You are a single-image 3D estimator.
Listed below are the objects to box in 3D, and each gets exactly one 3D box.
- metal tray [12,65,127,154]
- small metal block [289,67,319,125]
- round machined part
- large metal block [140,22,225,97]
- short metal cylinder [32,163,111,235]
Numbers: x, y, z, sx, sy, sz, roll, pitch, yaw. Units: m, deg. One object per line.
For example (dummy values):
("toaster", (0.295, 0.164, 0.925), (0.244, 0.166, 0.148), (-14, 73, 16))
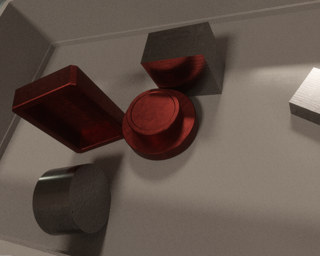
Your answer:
("metal tray", (-0.109, -0.017, 0.404), (0.090, 0.130, 0.030), (-20, 55, 17))
("small metal block", (0.177, -0.031, 0.332), (0.050, 0.025, 0.050), (31, 79, 37))
("round machined part", (-0.003, -0.011, 0.394), (0.098, 0.042, 0.098), (-8, 57, 14))
("large metal block", (0.033, -0.084, 0.403), (0.080, 0.080, 0.050), (-2, 61, 27))
("short metal cylinder", (-0.102, 0.085, 0.370), (0.050, 0.080, 0.080), (-11, 57, 22))
